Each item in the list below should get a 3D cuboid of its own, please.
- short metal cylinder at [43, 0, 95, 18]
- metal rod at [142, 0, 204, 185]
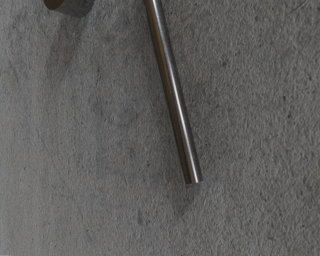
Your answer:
[{"bbox_3d":[-0.150,-0.229,0.513,0.080,0.050,0.079,0,90,40],"label":"short metal cylinder"},{"bbox_3d":[0.009,-0.078,0.397,0.025,0.025,0.299,-20,77,38],"label":"metal rod"}]
